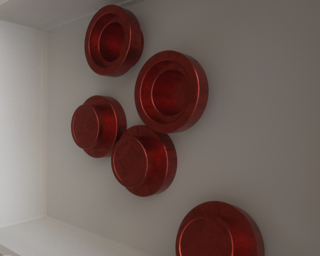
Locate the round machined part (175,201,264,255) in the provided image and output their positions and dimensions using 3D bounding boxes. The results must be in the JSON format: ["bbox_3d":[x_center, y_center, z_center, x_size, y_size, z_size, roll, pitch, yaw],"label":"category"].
[{"bbox_3d":[0.056,0.127,0.331,0.098,0.042,0.098,-18,60,34],"label":"round machined part"}]

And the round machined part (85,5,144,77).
[{"bbox_3d":[-0.062,-0.122,0.447,0.098,0.042,0.097,0,90,40],"label":"round machined part"}]

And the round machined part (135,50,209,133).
[{"bbox_3d":[0.018,-0.043,0.381,0.098,0.042,0.097,0,90,40],"label":"round machined part"}]

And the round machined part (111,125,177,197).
[{"bbox_3d":[-0.028,0.044,0.419,0.098,0.042,0.097,0,90,40],"label":"round machined part"}]

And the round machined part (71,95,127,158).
[{"bbox_3d":[-0.100,-0.002,0.479,0.098,0.042,0.097,0,90,40],"label":"round machined part"}]
